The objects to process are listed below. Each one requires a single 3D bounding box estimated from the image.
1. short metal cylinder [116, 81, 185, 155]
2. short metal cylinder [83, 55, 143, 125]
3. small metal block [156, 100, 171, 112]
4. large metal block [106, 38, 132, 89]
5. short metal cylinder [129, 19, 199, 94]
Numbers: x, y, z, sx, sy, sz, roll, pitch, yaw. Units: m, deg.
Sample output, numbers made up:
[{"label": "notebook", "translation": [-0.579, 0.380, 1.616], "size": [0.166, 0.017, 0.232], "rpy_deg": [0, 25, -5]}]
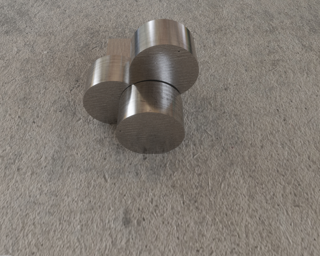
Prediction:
[{"label": "short metal cylinder", "translation": [-0.011, -0.011, 0.379], "size": [0.081, 0.080, 0.050], "rpy_deg": [0, 50, 0]}, {"label": "short metal cylinder", "translation": [-0.058, -0.049, 0.411], "size": [0.081, 0.080, 0.050], "rpy_deg": [-2, 50, -2]}, {"label": "small metal block", "translation": [0.008, -0.039, 0.424], "size": [0.025, 0.050, 0.050], "rpy_deg": [1, 50, 1]}, {"label": "large metal block", "translation": [-0.037, -0.090, 0.465], "size": [0.081, 0.050, 0.080], "rpy_deg": [-1, 50, -1]}, {"label": "short metal cylinder", "translation": [0.004, -0.082, 0.374], "size": [0.081, 0.080, 0.050], "rpy_deg": [-2, 50, -2]}]
